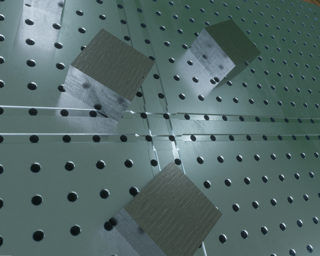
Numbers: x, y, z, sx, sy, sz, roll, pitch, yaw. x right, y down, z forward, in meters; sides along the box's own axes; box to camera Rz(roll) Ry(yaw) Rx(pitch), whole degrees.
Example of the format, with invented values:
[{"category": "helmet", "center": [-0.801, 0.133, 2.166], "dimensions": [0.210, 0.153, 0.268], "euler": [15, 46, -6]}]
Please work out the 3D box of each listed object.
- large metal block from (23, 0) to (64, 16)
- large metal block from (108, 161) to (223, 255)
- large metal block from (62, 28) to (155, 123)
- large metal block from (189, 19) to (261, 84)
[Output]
[{"category": "large metal block", "center": [-0.149, -0.219, 0.426], "dimensions": [0.050, 0.080, 0.080], "euler": [13, 57, -21]}, {"category": "large metal block", "center": [0.006, 0.097, 0.336], "dimensions": [0.080, 0.050, 0.080], "euler": [47, 51, 4]}, {"category": "large metal block", "center": [-0.064, -0.068, 0.398], "dimensions": [0.080, 0.050, 0.080], "euler": [31, 52, -8]}, {"category": "large metal block", "center": [0.111, -0.133, 0.532], "dimensions": [0.081, 0.050, 0.080], "euler": [-30, 78, -38]}]
